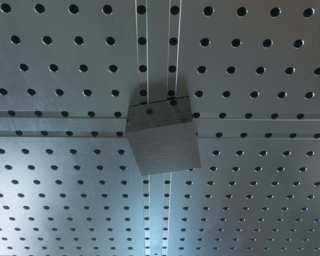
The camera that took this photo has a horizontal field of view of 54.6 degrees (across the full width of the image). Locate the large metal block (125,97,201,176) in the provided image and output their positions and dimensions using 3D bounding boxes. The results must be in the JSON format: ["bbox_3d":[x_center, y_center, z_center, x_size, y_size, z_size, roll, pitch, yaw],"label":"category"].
[{"bbox_3d":[0.007,0.012,0.404,0.080,0.050,0.080,-9,130,8],"label":"large metal block"}]
